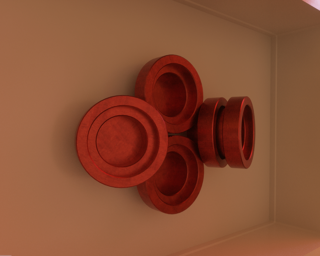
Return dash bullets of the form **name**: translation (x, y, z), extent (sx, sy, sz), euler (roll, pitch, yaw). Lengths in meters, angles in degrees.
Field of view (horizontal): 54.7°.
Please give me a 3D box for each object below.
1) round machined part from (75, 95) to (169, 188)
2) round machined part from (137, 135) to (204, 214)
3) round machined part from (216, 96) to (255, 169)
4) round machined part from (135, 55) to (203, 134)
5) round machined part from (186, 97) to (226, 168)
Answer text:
- **round machined part**: translation (-0.044, 0.014, 0.343), extent (0.099, 0.042, 0.097), euler (0, 90, -19)
- **round machined part**: translation (0.008, 0.057, 0.400), extent (0.099, 0.042, 0.097), euler (0, 90, -40)
- **round machined part**: translation (0.100, 0.006, 0.426), extent (0.098, 0.042, 0.097), euler (0, 90, -62)
- **round machined part**: translation (0.007, -0.042, 0.398), extent (0.099, 0.042, 0.097), euler (0, 90, -40)
- **round machined part**: translation (0.070, 0.006, 0.438), extent (0.098, 0.042, 0.097), euler (2, 87, -62)
